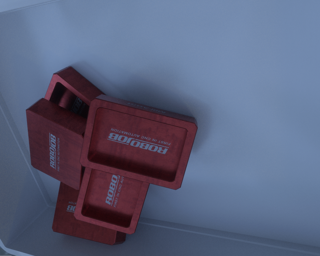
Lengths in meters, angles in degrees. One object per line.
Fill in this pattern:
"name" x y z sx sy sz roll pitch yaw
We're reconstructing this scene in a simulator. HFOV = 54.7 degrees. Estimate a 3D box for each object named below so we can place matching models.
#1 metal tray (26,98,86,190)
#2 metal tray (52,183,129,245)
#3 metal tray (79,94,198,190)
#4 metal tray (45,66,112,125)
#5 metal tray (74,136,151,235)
"metal tray" -0.146 0.028 0.456 0.090 0.030 0.129 25 134 7
"metal tray" -0.114 0.135 0.515 0.130 0.030 0.090 1 77 27
"metal tray" -0.027 0.017 0.389 0.131 0.030 0.089 14 105 1
"metal tray" -0.131 -0.015 0.462 0.090 0.030 0.129 39 129 1
"metal tray" -0.062 0.078 0.439 0.091 0.030 0.129 16 104 -1
